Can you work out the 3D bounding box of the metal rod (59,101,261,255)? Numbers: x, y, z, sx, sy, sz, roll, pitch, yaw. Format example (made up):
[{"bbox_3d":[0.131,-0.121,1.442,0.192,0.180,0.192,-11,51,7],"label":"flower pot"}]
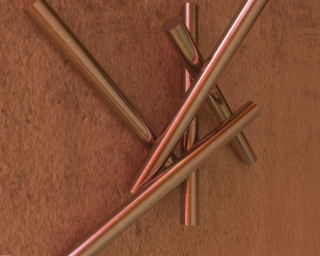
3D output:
[{"bbox_3d":[0.011,0.061,0.369,0.301,0.025,0.025,-37,114,-18],"label":"metal rod"}]

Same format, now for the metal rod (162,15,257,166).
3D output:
[{"bbox_3d":[0.085,-0.030,0.441,0.300,0.025,0.025,50,60,-42],"label":"metal rod"}]

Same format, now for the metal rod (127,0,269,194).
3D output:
[{"bbox_3d":[0.049,-0.048,0.369,0.025,0.025,0.299,28,96,-37],"label":"metal rod"}]

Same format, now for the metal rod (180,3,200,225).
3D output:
[{"bbox_3d":[0.040,-0.025,0.418,0.025,0.025,0.298,9,78,-40],"label":"metal rod"}]

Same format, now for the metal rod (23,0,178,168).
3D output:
[{"bbox_3d":[-0.039,-0.019,0.373,0.300,0.025,0.025,50,60,-28],"label":"metal rod"}]
